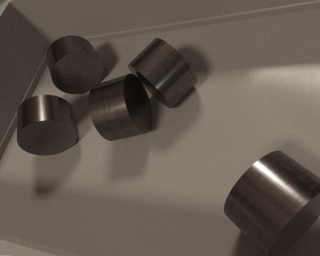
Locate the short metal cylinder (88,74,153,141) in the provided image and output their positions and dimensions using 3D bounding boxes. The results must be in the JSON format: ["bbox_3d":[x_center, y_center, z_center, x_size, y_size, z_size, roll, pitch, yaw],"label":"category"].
[{"bbox_3d":[-0.050,-0.027,0.412,0.050,0.080,0.080,-14,56,20],"label":"short metal cylinder"}]

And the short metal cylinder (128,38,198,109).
[{"bbox_3d":[0.004,-0.072,0.411,0.050,0.080,0.080,-46,51,-3],"label":"short metal cylinder"}]

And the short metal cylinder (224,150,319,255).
[{"bbox_3d":[0.104,0.067,0.274,0.080,0.080,0.050,-44,51,-3],"label":"short metal cylinder"}]

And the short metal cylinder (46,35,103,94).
[{"bbox_3d":[-0.139,-0.102,0.504,0.080,0.080,0.050,-34,52,5],"label":"short metal cylinder"}]

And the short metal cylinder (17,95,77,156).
[{"bbox_3d":[-0.167,-0.003,0.458,0.080,0.080,0.050,-28,53,10],"label":"short metal cylinder"}]
